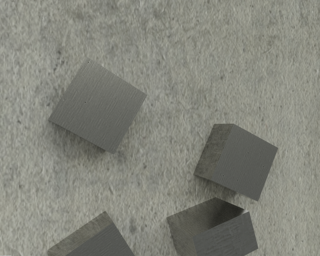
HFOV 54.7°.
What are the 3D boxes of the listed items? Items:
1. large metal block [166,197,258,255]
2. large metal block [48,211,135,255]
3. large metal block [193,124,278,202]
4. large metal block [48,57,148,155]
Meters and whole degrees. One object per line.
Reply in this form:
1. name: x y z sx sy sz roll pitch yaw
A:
1. large metal block: 0.066 0.137 0.406 0.081 0.080 0.050 -17 96 -20
2. large metal block: -0.075 0.161 0.369 0.080 0.050 0.080 -32 101 -17
3. large metal block: 0.106 0.047 0.437 0.080 0.050 0.080 27 81 -19
4. large metal block: -0.075 -0.024 0.369 0.080 0.050 0.080 31 80 -18
